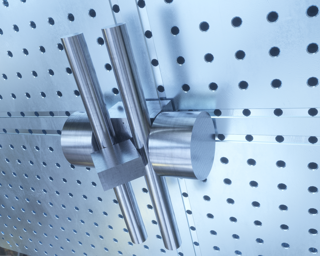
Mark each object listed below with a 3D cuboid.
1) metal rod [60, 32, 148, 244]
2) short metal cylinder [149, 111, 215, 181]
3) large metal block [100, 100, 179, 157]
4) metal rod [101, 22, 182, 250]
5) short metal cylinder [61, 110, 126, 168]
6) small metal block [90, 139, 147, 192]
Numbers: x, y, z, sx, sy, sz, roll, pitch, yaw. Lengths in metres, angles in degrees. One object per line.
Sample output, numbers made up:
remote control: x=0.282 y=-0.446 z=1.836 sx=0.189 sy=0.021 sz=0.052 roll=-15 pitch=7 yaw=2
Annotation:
metal rod: x=-0.062 y=0.031 z=0.395 sx=0.025 sy=0.025 sz=0.298 roll=1 pitch=119 yaw=28
short metal cylinder: x=0.029 y=0.020 z=0.367 sx=0.050 sy=0.080 sz=0.080 roll=1 pitch=119 yaw=29
large metal block: x=-0.024 y=0.011 z=0.409 sx=0.080 sy=0.050 sz=0.080 roll=1 pitch=119 yaw=27
metal rod: x=-0.014 y=0.030 z=0.368 sx=0.025 sy=0.025 sz=0.298 roll=1 pitch=119 yaw=28
short metal cylinder: x=-0.088 y=0.015 z=0.427 sx=0.050 sy=0.080 sz=0.080 roll=1 pitch=119 yaw=27
small metal block: x=-0.049 y=0.042 z=0.361 sx=0.050 sy=0.050 sz=0.025 roll=-135 pitch=28 yaw=-61
